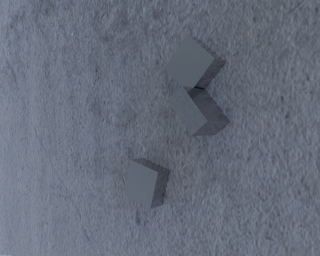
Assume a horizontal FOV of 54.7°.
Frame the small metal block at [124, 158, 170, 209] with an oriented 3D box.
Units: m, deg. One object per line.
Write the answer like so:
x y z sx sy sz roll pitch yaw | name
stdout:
-0.018 0.073 0.418 0.050 0.025 0.050 19 102 38 | small metal block

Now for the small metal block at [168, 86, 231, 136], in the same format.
0.045 -0.019 0.350 0.025 0.050 0.050 -47 63 30 | small metal block

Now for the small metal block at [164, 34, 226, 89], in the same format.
0.041 -0.075 0.370 0.050 0.025 0.050 50 119 28 | small metal block
